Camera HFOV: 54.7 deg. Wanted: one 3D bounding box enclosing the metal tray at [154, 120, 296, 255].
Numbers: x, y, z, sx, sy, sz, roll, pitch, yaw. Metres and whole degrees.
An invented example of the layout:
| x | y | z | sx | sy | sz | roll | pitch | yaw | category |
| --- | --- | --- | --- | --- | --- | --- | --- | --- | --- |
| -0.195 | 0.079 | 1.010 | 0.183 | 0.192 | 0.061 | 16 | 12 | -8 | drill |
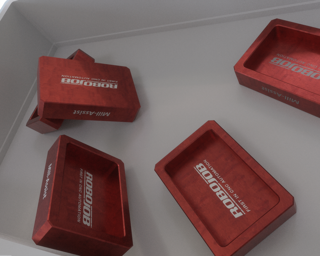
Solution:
| x | y | z | sx | sy | sz | roll | pitch | yaw | category |
| --- | --- | --- | --- | --- | --- | --- | --- | --- | --- |
| 0.063 | 0.062 | 0.330 | 0.090 | 0.030 | 0.130 | -40 | 51 | 1 | metal tray |

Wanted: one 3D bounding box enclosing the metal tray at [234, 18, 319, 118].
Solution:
| x | y | z | sx | sy | sz | roll | pitch | yaw | category |
| --- | --- | --- | --- | --- | --- | --- | --- | --- | --- |
| 0.165 | -0.072 | 0.359 | 0.130 | 0.030 | 0.090 | 33 | 80 | 38 | metal tray |

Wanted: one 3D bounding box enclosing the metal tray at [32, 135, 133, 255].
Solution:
| x | y | z | sx | sy | sz | roll | pitch | yaw | category |
| --- | --- | --- | --- | --- | --- | --- | --- | --- | --- |
| -0.080 | 0.072 | 0.338 | 0.030 | 0.090 | 0.130 | -48 | 31 | 22 | metal tray |

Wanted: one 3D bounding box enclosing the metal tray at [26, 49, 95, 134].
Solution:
| x | y | z | sx | sy | sz | roll | pitch | yaw | category |
| --- | --- | --- | --- | --- | --- | --- | --- | --- | --- |
| -0.161 | -0.057 | 0.498 | 0.090 | 0.030 | 0.130 | -9 | 53 | 54 | metal tray |

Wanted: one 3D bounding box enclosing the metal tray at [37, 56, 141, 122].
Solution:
| x | y | z | sx | sy | sz | roll | pitch | yaw | category |
| --- | --- | --- | --- | --- | --- | --- | --- | --- | --- |
| -0.100 | -0.053 | 0.433 | 0.030 | 0.131 | 0.090 | 119 | 144 | -43 | metal tray |
